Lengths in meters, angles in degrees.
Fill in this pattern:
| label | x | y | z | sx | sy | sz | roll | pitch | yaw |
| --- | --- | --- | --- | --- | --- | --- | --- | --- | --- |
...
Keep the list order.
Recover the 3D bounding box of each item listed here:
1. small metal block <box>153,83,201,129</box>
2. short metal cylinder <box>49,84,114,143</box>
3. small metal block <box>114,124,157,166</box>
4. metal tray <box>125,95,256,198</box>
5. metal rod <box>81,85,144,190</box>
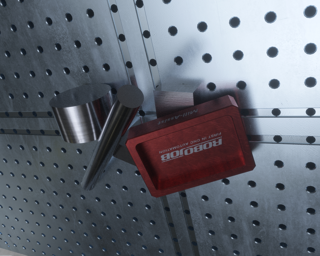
| label | x | y | z | sx | sy | sz | roll | pitch | yaw |
| --- | --- | --- | --- | --- | --- | --- | --- | --- | --- |
| small metal block | 0.023 | -0.027 | 0.382 | 0.050 | 0.025 | 0.050 | 7 | 121 | 24 |
| short metal cylinder | -0.099 | -0.021 | 0.413 | 0.080 | 0.080 | 0.050 | 3 | 120 | 26 |
| small metal block | -0.028 | 0.025 | 0.424 | 0.050 | 0.050 | 0.025 | 21 | 126 | 15 |
| metal tray | 0.036 | 0.025 | 0.367 | 0.130 | 0.030 | 0.090 | -18 | 116 | 10 |
| metal rod | -0.075 | 0.033 | 0.409 | 0.025 | 0.025 | 0.298 | 39 | 148 | 1 |
